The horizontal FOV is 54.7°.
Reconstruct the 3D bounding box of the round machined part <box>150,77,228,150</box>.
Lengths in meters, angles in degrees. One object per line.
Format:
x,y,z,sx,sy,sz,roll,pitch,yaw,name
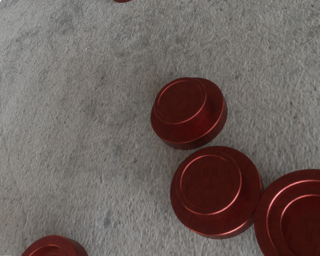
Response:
0.032,-0.025,0.391,0.098,0.042,0.098,-13,56,20,round machined part

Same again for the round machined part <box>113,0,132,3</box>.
-0.064,-0.297,0.607,0.098,0.042,0.098,-13,56,20,round machined part

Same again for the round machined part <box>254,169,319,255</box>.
0.135,0.088,0.268,0.098,0.042,0.098,-13,56,20,round machined part

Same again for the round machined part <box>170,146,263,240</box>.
0.056,0.062,0.325,0.098,0.042,0.098,-13,56,20,round machined part

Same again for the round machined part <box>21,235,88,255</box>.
-0.117,0.174,0.346,0.098,0.042,0.098,-13,56,20,round machined part
